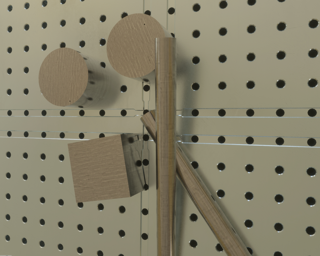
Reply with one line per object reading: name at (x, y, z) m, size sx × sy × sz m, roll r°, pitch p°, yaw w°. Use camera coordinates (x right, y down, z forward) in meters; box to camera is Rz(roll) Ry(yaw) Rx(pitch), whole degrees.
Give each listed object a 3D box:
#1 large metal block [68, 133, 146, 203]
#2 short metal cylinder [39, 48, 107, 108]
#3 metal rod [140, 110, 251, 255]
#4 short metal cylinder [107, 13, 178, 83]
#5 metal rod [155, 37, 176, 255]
large metal block at (-0.072, 0.054, 0.425) m, size 0.080 × 0.050 × 0.080 m, roll -10°, pitch 87°, yaw 19°
short metal cylinder at (-0.123, -0.069, 0.443) m, size 0.080 × 0.050 × 0.079 m, roll 0°, pitch 90°, yaw 20°
metal rod at (0.064, 0.105, 0.389) m, size 0.025 × 0.025 × 0.299 m, roll -36°, pitch 79°, yaw 16°
short metal cylinder at (-0.022, -0.102, 0.407) m, size 0.080 × 0.050 × 0.079 m, roll 0°, pitch 90°, yaw 20°
metal rod at (0.008, 0.044, 0.382) m, size 0.025 × 0.025 × 0.298 m, roll 3°, pitch 101°, yaw 20°
